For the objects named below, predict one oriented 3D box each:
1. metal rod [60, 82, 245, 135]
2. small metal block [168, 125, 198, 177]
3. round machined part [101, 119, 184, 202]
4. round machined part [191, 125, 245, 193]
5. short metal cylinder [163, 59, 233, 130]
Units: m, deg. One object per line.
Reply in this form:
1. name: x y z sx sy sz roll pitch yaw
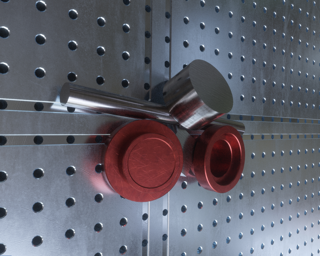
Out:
1. metal rod: 0.016 -0.017 0.418 0.302 0.025 0.025 9 84 -40
2. small metal block: 0.024 0.031 0.424 0.050 0.025 0.050 44 64 -31
3. round machined part: -0.016 0.039 0.363 0.099 0.042 0.097 0 91 -22
4. round machined part: 0.081 0.044 0.459 0.099 0.042 0.097 -3 95 -43
5. short metal cylinder: 0.051 -0.043 0.412 0.080 0.050 0.080 24 50 -31
